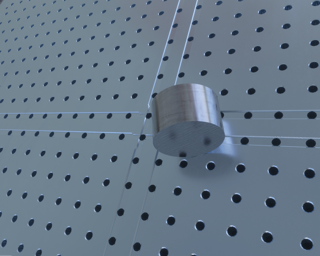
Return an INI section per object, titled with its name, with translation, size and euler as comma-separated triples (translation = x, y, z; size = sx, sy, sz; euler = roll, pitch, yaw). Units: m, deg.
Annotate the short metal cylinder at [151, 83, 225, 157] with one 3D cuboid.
[short metal cylinder]
translation = 0.031, -0.007, 0.360
size = 0.080, 0.080, 0.050
euler = -16, 56, 19
